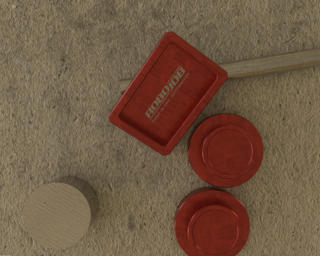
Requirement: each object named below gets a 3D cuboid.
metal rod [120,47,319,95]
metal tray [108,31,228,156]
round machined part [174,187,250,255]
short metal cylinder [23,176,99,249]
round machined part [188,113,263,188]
[{"bbox_3d":[0.098,-0.076,0.411,0.302,0.025,0.025,-9,90,-1],"label":"metal rod"},{"bbox_3d":[0.009,-0.041,0.386,0.090,0.030,0.130,34,102,-12],"label":"metal tray"},{"bbox_3d":[0.068,0.129,0.403,0.099,0.042,0.097,0,90,-1],"label":"round machined part"},{"bbox_3d":[-0.124,0.105,0.396,0.081,0.050,0.079,0,90,-1],"label":"short metal cylinder"},{"bbox_3d":[0.086,0.029,0.403,0.099,0.042,0.097,0,90,-1],"label":"round machined part"}]
